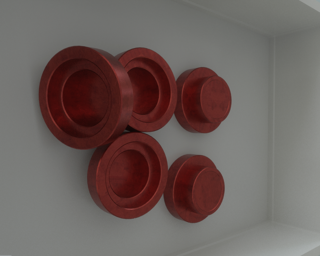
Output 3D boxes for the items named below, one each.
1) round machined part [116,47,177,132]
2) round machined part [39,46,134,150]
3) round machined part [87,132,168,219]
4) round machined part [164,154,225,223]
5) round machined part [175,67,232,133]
[{"bbox_3d":[-0.028,-0.043,0.371,0.099,0.042,0.097,3,86,-42],"label":"round machined part"},{"bbox_3d":[-0.069,-0.030,0.309,0.042,0.098,0.097,-16,102,-64],"label":"round machined part"},{"bbox_3d":[-0.041,0.053,0.363,0.099,0.042,0.097,-1,91,-40],"label":"round machined part"},{"bbox_3d":[0.056,0.088,0.445,0.099,0.042,0.097,0,90,-40],"label":"round machined part"},{"bbox_3d":[0.068,-0.041,0.455,0.099,0.042,0.097,0,90,-40],"label":"round machined part"}]
